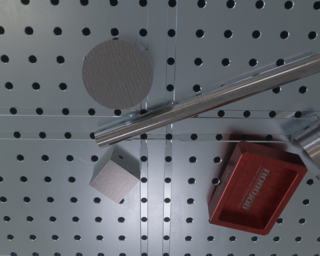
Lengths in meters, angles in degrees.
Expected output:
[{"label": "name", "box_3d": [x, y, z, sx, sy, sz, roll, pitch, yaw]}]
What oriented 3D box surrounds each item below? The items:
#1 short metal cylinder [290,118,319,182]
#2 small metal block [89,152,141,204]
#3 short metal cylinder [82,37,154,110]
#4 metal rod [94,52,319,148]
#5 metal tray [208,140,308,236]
[{"label": "short metal cylinder", "box_3d": [0.213, 0.030, 0.397, 0.050, 0.080, 0.080, -34, 107, 11]}, {"label": "small metal block", "box_3d": [-0.063, 0.071, 0.439, 0.050, 0.025, 0.050, 38, 106, -13]}, {"label": "short metal cylinder", "box_3d": [-0.048, -0.068, 0.375, 0.081, 0.050, 0.079, 0, 110, 0]}, {"label": "metal rod", "box_3d": [0.059, -0.033, 0.401, 0.301, 0.025, 0.025, -19, 109, 6]}, {"label": "metal tray", "box_3d": [0.131, 0.087, 0.433, 0.091, 0.030, 0.129, 14, 118, -6]}]
